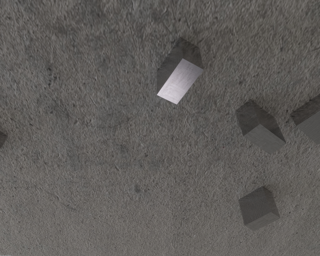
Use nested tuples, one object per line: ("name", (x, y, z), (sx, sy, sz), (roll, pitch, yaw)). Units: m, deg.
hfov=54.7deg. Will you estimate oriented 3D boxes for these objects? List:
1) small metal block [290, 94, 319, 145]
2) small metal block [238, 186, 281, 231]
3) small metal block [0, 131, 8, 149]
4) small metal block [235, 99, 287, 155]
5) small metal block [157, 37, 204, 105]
("small metal block", (0.207, -0.012, 0.399), (0.050, 0.025, 0.050), (34, 122, -26))
("small metal block", (0.160, 0.131, 0.504), (0.025, 0.050, 0.050), (34, 122, -26))
("small metal block", (-0.247, 0.015, 0.417), (0.050, 0.025, 0.050), (-28, 125, 21))
("small metal block", (0.126, -0.002, 0.391), (0.050, 0.050, 0.025), (32, 123, -24))
("small metal block", (0.020, -0.063, 0.337), (0.025, 0.050, 0.050), (24, 126, -19))
